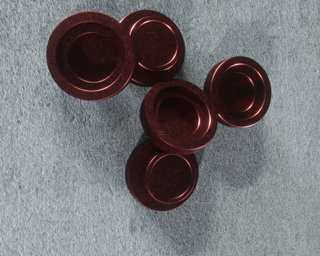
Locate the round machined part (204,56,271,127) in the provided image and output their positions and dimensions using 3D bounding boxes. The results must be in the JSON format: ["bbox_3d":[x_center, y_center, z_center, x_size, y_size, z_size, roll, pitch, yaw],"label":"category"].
[{"bbox_3d":[0.105,-0.050,0.441,0.099,0.042,0.097,0,90,-21],"label":"round machined part"}]

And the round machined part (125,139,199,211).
[{"bbox_3d":[0.008,0.060,0.405,0.099,0.042,0.097,0,90,-21],"label":"round machined part"}]

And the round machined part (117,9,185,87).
[{"bbox_3d":[-0.012,-0.103,0.397,0.099,0.042,0.097,0,90,-21],"label":"round machined part"}]

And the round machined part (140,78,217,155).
[{"bbox_3d":[0.021,-0.011,0.399,0.099,0.042,0.098,9,64,-19],"label":"round machined part"}]

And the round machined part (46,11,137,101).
[{"bbox_3d":[-0.076,-0.081,0.362,0.099,0.042,0.097,0,97,1],"label":"round machined part"}]
